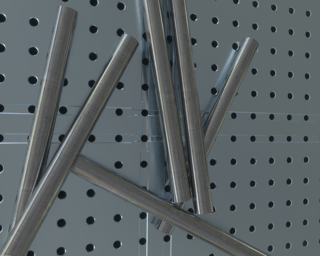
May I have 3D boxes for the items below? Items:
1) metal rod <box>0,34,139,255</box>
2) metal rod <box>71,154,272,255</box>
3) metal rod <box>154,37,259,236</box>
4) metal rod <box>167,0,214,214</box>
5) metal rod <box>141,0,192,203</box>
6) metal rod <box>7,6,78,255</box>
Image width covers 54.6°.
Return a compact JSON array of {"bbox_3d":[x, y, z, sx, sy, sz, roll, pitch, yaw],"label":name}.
[{"bbox_3d":[-0.101,0.018,0.359,0.025,0.025,0.300,30,74,-18],"label":"metal rod"},{"bbox_3d":[0.027,0.115,0.393,0.301,0.025,0.025,29,80,-7],"label":"metal rod"},{"bbox_3d":[0.069,0.005,0.437,0.025,0.025,0.299,29,80,-18],"label":"metal rod"},{"bbox_3d":[0.039,-0.040,0.409,0.025,0.025,0.299,-6,86,-20],"label":"metal rod"},{"bbox_3d":[0.005,-0.055,0.401,0.025,0.025,0.299,-8,88,-20],"label":"metal rod"},{"bbox_3d":[-0.138,0.006,0.361,0.025,0.025,0.299,12,86,-20],"label":"metal rod"}]
